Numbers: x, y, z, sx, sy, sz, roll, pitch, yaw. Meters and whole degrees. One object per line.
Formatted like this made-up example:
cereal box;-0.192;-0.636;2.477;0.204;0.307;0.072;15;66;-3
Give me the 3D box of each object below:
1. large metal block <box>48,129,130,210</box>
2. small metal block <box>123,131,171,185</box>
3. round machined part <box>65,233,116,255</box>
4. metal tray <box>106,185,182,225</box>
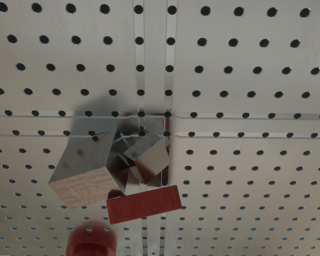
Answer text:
large metal block;-0.089;0.054;0.417;0.080;0.080;0.050;-18;120;14
small metal block;-0.017;0.042;0.429;0.050;0.025;0.050;-39;133;-23
round machined part;-0.137;0.252;0.614;0.099;0.042;0.097;-1;130;0
metal tray;-0.023;0.109;0.443;0.091;0.030;0.130;-11;167;-6
